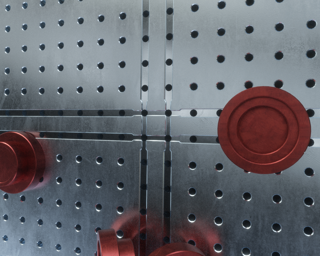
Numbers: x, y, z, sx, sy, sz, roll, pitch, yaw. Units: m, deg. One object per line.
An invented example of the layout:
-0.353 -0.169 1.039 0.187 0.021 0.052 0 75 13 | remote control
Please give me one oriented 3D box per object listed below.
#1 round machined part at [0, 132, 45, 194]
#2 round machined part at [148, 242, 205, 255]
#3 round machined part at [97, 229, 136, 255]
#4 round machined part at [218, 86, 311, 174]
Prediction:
-0.234 0.054 0.484 0.098 0.042 0.097 0 90 19 | round machined part
0.016 0.186 0.381 0.099 0.042 0.097 -3 99 -17 | round machined part
-0.056 0.181 0.403 0.042 0.098 0.097 -2 89 -16 | round machined part
0.120 0.002 0.361 0.098 0.042 0.097 0 90 19 | round machined part
